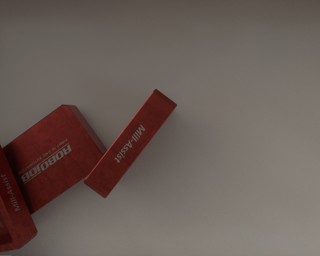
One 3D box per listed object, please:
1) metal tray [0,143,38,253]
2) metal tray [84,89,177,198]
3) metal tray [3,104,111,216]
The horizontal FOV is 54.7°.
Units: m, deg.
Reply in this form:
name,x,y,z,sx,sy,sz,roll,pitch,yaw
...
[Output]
name,x,y,z,sx,sy,sz,roll,pitch,yaw
metal tray,-0.218,0.089,0.384,0.090,0.030,0.129,-17,97,21
metal tray,-0.032,0.017,0.378,0.030,0.090,0.130,38,90,-1
metal tray,-0.142,0.041,0.401,0.130,0.030,0.090,-35,90,5
